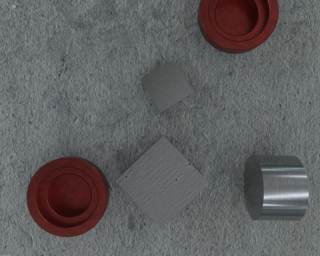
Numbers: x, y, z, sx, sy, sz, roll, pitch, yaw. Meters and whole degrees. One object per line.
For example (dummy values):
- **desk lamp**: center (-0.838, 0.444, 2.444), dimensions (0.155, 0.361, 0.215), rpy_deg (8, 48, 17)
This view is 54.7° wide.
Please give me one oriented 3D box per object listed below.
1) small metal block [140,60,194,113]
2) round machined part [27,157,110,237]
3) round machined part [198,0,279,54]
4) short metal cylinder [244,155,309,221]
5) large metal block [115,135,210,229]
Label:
- **small metal block**: center (0.009, -0.054, 0.410), dimensions (0.050, 0.025, 0.050), rpy_deg (-32, 90, -1)
- **round machined part**: center (-0.114, 0.085, 0.400), dimensions (0.099, 0.042, 0.097), rpy_deg (0, 90, -1)
- **round machined part**: center (0.098, -0.145, 0.403), dimensions (0.099, 0.042, 0.097), rpy_deg (0, 90, -1)
- **short metal cylinder**: center (0.140, 0.074, 0.384), dimensions (0.050, 0.080, 0.079), rpy_deg (1, 90, 0)
- **large metal block**: center (0.003, 0.065, 0.398), dimensions (0.080, 0.050, 0.080), rpy_deg (-44, 91, 0)
